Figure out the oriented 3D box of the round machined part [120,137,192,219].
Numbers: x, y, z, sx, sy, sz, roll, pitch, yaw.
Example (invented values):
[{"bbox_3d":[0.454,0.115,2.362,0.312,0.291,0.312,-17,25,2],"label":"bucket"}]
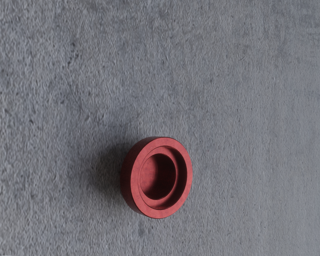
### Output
[{"bbox_3d":[-0.009,0.059,0.386,0.099,0.042,0.097,0,90,-40],"label":"round machined part"}]
